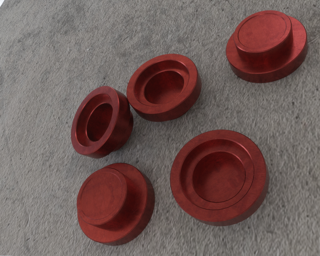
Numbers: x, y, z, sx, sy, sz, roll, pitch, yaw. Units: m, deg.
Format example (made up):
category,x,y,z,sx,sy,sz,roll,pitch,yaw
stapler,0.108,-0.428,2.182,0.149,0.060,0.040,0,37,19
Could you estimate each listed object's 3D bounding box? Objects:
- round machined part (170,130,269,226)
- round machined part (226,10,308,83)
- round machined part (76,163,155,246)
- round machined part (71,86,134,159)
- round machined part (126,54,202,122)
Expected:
category,x,y,z,sx,sy,sz,roll,pitch,yaw
round machined part,0.064,0.054,0.326,0.098,0.042,0.098,-13,56,21
round machined part,0.131,-0.109,0.391,0.098,0.042,0.098,-13,56,21
round machined part,-0.059,0.087,0.371,0.098,0.042,0.098,-13,56,21
round machined part,-0.075,-0.005,0.425,0.098,0.042,0.098,-19,59,36
round machined part,0.008,-0.049,0.416,0.098,0.042,0.098,-11,55,17
